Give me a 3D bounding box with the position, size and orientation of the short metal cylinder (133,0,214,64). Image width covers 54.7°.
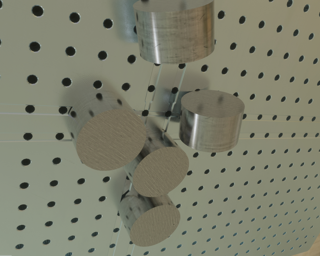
[{"bbox_3d":[0.016,-0.105,0.320,0.081,0.080,0.050,-19,126,-18],"label":"short metal cylinder"}]

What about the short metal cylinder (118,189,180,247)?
[{"bbox_3d":[-0.016,0.131,0.469,0.081,0.050,0.079,-14,125,-21],"label":"short metal cylinder"}]

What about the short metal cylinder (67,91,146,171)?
[{"bbox_3d":[-0.063,0.003,0.364,0.081,0.050,0.079,-14,125,-21],"label":"short metal cylinder"}]

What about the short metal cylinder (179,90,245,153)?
[{"bbox_3d":[0.066,-0.011,0.407,0.081,0.080,0.050,-12,124,-22],"label":"short metal cylinder"}]

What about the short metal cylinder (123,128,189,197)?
[{"bbox_3d":[-0.008,0.046,0.421,0.081,0.050,0.079,-14,125,-21],"label":"short metal cylinder"}]
